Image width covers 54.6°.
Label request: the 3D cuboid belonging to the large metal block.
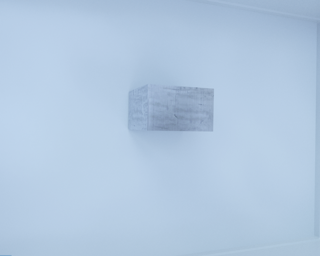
[{"bbox_3d":[0.011,-0.022,0.382,0.081,0.080,0.050,1,90,-20],"label":"large metal block"}]
